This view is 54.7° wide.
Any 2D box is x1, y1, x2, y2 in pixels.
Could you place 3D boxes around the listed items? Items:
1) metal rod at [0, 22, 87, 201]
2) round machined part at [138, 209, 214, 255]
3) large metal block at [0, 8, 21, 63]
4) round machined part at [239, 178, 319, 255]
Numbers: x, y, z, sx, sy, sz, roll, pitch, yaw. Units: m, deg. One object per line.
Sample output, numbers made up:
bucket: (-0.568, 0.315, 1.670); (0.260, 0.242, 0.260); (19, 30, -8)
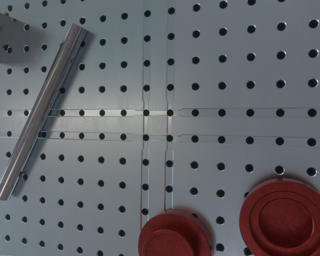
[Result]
metal rod: (-0.187, -0.019, 0.478); (0.025, 0.025, 0.299); (31, 100, 17)
round machined part: (0.016, 0.158, 0.398); (0.098, 0.042, 0.097); (0, 90, 20)
large metal block: (-0.281, -0.155, 0.483); (0.050, 0.080, 0.080); (36, 102, 16)
round machined part: (0.143, 0.106, 0.353); (0.098, 0.042, 0.097); (0, 90, 20)
